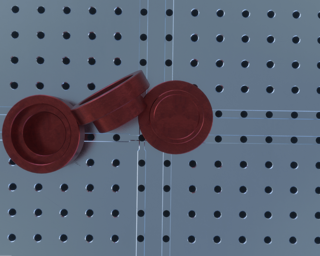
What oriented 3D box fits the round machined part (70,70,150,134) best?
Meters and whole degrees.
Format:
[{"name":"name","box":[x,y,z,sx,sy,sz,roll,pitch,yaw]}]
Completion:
[{"name":"round machined part","box":[-0.055,-0.029,0.378,0.098,0.098,0.042,-29,105,0]}]

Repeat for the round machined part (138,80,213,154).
[{"name":"round machined part","box":[0.021,-0.014,0.405,0.099,0.042,0.097,0,90,-1]}]

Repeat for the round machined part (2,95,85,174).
[{"name":"round machined part","box":[-0.145,0.007,0.401,0.099,0.042,0.097,0,92,3]}]
